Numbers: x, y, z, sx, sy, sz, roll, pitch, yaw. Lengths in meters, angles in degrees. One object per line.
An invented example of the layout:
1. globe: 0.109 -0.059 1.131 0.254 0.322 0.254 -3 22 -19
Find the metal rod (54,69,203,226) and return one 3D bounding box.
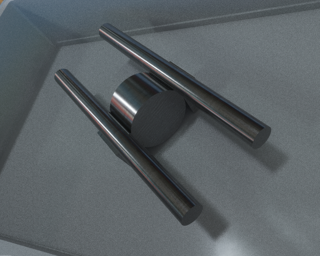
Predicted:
1. metal rod: -0.059 0.000 0.370 0.025 0.025 0.300 -45 51 -4

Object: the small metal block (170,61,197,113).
1. small metal block: 0.029 -0.053 0.403 0.025 0.050 0.050 -45 51 -3

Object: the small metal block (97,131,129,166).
1. small metal block: -0.046 0.022 0.397 0.025 0.050 0.050 -45 51 -3

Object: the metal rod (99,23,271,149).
1. metal rod: 0.006 -0.069 0.378 0.025 0.025 0.300 -45 51 -4

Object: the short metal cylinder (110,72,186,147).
1. short metal cylinder: -0.015 -0.023 0.389 0.080 0.080 0.050 -45 51 -3
